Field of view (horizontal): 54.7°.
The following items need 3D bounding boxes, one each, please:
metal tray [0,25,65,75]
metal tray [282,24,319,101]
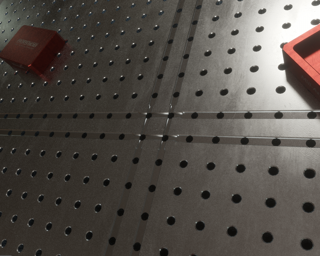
[{"bbox_3d":[-0.267,-0.164,0.643,0.130,0.030,0.090,21,72,35],"label":"metal tray"},{"bbox_3d":[0.209,-0.066,0.335,0.090,0.030,0.130,-31,52,8],"label":"metal tray"}]
